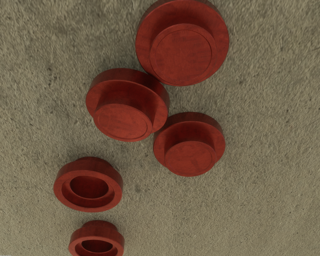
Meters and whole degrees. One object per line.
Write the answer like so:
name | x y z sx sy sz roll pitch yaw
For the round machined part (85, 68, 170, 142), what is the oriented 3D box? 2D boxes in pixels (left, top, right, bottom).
round machined part | -0.040 -0.020 0.365 0.099 0.042 0.097 6 142 5

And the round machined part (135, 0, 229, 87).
round machined part | 0.023 -0.084 0.325 0.099 0.042 0.097 0 130 0

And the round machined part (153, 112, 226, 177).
round machined part | 0.040 0.029 0.421 0.099 0.042 0.097 0 130 0

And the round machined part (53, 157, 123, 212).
round machined part | -0.104 0.081 0.464 0.099 0.042 0.097 0 130 0

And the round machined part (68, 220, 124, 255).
round machined part | -0.114 0.207 0.571 0.099 0.042 0.097 0 130 0
